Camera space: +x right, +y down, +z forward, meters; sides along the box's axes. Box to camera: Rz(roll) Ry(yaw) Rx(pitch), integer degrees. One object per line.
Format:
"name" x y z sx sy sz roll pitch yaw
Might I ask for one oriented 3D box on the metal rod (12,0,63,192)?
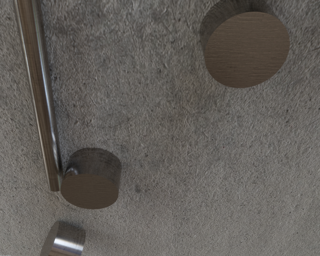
"metal rod" -0.144 -0.024 0.385 0.025 0.025 0.298 5 130 -4

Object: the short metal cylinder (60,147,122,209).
"short metal cylinder" -0.099 0.074 0.453 0.081 0.050 0.079 0 130 0

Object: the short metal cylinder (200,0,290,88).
"short metal cylinder" 0.083 -0.088 0.317 0.081 0.050 0.079 0 130 0

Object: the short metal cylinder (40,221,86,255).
"short metal cylinder" -0.174 0.212 0.550 0.050 0.080 0.080 27 125 -21
